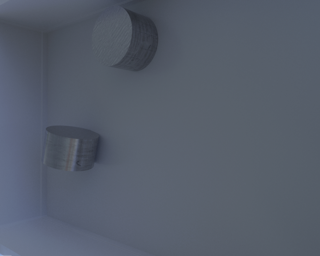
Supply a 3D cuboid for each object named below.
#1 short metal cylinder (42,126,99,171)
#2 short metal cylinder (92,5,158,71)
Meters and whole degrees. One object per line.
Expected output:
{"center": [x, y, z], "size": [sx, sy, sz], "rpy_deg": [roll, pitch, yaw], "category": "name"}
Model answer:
{"center": [-0.140, 0.030, 0.487], "size": [0.080, 0.081, 0.050], "rpy_deg": [19, 102, 38], "category": "short metal cylinder"}
{"center": [-0.049, -0.122, 0.432], "size": [0.080, 0.050, 0.080], "rpy_deg": [0, 90, 40], "category": "short metal cylinder"}
